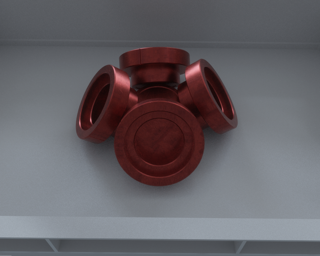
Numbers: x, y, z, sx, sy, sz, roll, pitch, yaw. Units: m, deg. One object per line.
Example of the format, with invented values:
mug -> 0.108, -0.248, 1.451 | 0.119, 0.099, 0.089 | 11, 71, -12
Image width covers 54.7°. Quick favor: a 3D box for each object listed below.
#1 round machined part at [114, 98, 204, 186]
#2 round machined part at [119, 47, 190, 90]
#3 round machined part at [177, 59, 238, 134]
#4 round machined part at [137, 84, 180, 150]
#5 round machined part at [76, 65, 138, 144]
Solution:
round machined part -> -0.001, 0.013, 0.356 | 0.099, 0.097, 0.042 | -1, 14, -1
round machined part -> -0.007, -0.078, 0.433 | 0.099, 0.098, 0.042 | -3, 88, -3
round machined part -> 0.058, -0.036, 0.400 | 0.042, 0.098, 0.098 | -27, 45, 25
round machined part -> -0.003, -0.021, 0.409 | 0.099, 0.042, 0.098 | 0, 50, 0
round machined part -> -0.064, -0.026, 0.389 | 0.042, 0.098, 0.098 | 22, 41, -32
